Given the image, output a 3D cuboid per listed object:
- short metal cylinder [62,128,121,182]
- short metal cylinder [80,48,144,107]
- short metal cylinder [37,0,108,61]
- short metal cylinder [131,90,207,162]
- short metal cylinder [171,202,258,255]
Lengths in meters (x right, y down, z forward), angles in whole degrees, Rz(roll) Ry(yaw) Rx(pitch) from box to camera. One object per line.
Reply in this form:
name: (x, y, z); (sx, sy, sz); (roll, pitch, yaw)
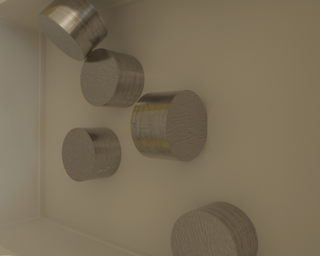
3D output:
short metal cylinder: (-0.105, 0.039, 0.475); (0.080, 0.050, 0.079); (0, 90, 39)
short metal cylinder: (-0.069, -0.070, 0.445); (0.080, 0.050, 0.079); (0, 91, 39)
short metal cylinder: (-0.120, -0.139, 0.427); (0.080, 0.080, 0.050); (24, 68, 37)
short metal cylinder: (0.012, -0.003, 0.359); (0.050, 0.081, 0.079); (1, 91, 40)
short metal cylinder: (0.059, 0.126, 0.340); (0.080, 0.050, 0.079); (0, 90, 39)
